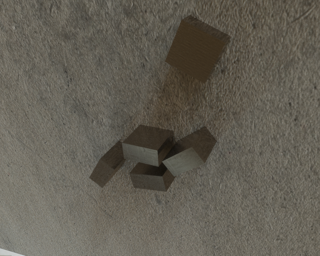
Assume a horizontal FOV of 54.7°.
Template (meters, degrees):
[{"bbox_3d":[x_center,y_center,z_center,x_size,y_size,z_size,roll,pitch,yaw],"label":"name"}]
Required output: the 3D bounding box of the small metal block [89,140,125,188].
[{"bbox_3d":[-0.074,0.054,0.463,0.025,0.050,0.050,38,129,3],"label":"small metal block"}]

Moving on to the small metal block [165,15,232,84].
[{"bbox_3d":[0.040,-0.085,0.333,0.050,0.025,0.050,31,128,8],"label":"small metal block"}]

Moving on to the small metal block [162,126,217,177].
[{"bbox_3d":[0.037,0.029,0.389,0.050,0.050,0.025,-31,101,38],"label":"small metal block"}]

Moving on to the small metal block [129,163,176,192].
[{"bbox_3d":[-0.006,0.060,0.431,0.050,0.050,0.025,1,119,28],"label":"small metal block"}]

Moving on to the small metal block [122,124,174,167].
[{"bbox_3d":[-0.015,0.022,0.412,0.050,0.050,0.025,11,123,22],"label":"small metal block"}]
